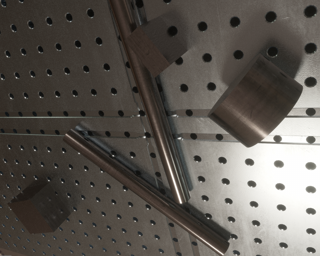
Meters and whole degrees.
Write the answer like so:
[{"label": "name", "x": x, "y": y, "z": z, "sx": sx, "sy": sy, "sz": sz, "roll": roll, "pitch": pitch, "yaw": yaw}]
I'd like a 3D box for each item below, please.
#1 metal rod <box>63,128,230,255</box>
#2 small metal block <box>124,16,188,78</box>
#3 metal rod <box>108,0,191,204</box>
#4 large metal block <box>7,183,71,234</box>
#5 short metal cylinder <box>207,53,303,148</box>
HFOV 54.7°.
[{"label": "metal rod", "x": -0.023, "y": 0.098, "z": 0.482, "sx": 0.301, "sy": 0.025, "sz": 0.025, "roll": 35, "pitch": 129, "yaw": 4}, {"label": "small metal block", "x": -0.003, "y": -0.090, "z": 0.340, "sx": 0.025, "sy": 0.050, "sz": 0.050, "roll": -34, "pitch": 100, "yaw": 38}, {"label": "metal rod", "x": -0.008, "y": -0.028, "z": 0.397, "sx": 0.025, "sy": 0.025, "sz": 0.298, "roll": -4, "pitch": 117, "yaw": 29}, {"label": "large metal block", "x": -0.241, "y": 0.162, "z": 0.619, "sx": 0.080, "sy": 0.050, "sz": 0.080, "roll": -17, "pitch": 110, "yaw": 34}, {"label": "short metal cylinder", "x": 0.093, "y": -0.027, "z": 0.310, "sx": 0.050, "sy": 0.080, "sz": 0.080, "roll": 39, "pitch": 129, "yaw": 2}]
